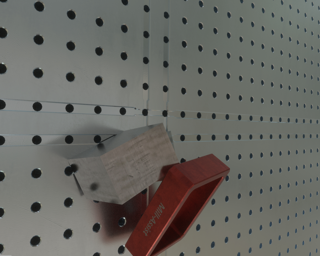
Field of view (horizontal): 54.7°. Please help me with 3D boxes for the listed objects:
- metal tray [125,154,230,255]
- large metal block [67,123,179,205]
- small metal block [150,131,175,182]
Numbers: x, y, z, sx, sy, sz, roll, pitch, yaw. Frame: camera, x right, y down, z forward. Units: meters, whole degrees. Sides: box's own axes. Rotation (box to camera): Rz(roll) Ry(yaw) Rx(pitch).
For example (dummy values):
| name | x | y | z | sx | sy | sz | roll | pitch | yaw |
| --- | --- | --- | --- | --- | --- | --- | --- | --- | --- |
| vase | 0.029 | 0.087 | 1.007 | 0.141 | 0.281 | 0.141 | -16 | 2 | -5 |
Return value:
| name | x | y | z | sx | sy | sz | roll | pitch | yaw |
| --- | --- | --- | --- | --- | --- | --- | --- | --- | --- |
| metal tray | 0.021 | 0.095 | 0.368 | 0.091 | 0.030 | 0.129 | -8 | 132 | -52 |
| large metal block | -0.040 | 0.037 | 0.338 | 0.081 | 0.080 | 0.050 | -29 | 101 | -36 |
| small metal block | 0.004 | 0.035 | 0.397 | 0.050 | 0.025 | 0.050 | -59 | 138 | -76 |
